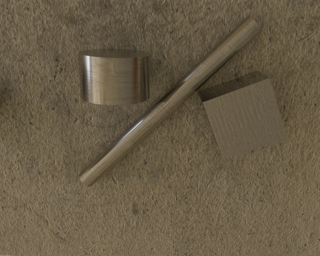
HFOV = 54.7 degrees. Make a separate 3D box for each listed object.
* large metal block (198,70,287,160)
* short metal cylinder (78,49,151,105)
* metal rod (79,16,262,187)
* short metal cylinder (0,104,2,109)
[{"bbox_3d":[0.102,-0.017,0.391,0.080,0.050,0.080,-20,109,7],"label":"large metal block"},{"bbox_3d":[-0.052,-0.061,0.357,0.081,0.080,0.050,2,110,-1],"label":"short metal cylinder"},{"bbox_3d":[0.004,-0.025,0.400,0.299,0.025,0.025,-42,105,14],"label":"metal rod"},{"bbox_3d":[-0.242,-0.020,0.371,0.080,0.080,0.050,-35,107,12],"label":"short metal cylinder"}]
